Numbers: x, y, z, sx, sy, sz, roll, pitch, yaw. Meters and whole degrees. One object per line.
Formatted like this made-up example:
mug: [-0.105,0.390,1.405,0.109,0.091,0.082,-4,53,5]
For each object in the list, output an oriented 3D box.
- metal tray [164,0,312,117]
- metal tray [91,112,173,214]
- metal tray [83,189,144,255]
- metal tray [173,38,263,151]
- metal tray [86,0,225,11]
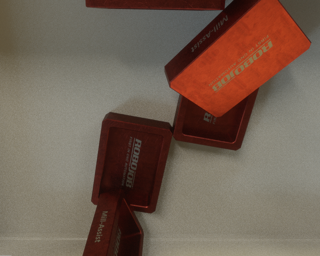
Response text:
metal tray: [0.081,-0.076,0.333,0.090,0.030,0.130,28,123,-37]
metal tray: [-0.040,0.050,0.426,0.091,0.030,0.129,10,110,-4]
metal tray: [-0.053,0.151,0.379,0.030,0.130,0.090,-16,117,10]
metal tray: [0.072,-0.041,0.394,0.091,0.030,0.129,10,110,-4]
metal tray: [-0.004,-0.140,0.324,0.131,0.090,0.030,1,110,-1]
